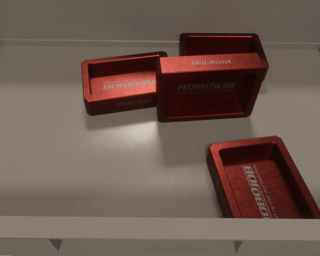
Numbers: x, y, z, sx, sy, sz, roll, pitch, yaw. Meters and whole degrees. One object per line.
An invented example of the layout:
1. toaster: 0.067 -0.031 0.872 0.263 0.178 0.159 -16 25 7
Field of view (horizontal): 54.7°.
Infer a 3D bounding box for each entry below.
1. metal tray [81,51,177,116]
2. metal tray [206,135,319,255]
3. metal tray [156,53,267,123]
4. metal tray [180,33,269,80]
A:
1. metal tray: -0.046 -0.068 0.458 0.131 0.030 0.090 -9 51 -8
2. metal tray: 0.112 0.072 0.342 0.091 0.030 0.130 -7 50 -7
3. metal tray: 0.061 -0.050 0.405 0.131 0.089 0.030 -4 51 -4
4. metal tray: 0.098 -0.115 0.499 0.131 0.030 0.090 0 50 -1
